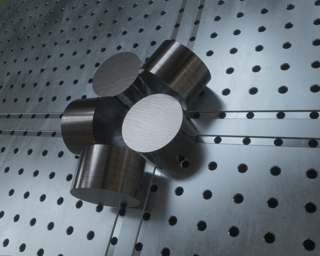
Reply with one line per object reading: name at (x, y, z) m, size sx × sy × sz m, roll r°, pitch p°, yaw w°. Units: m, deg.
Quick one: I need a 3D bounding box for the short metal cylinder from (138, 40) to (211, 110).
short metal cylinder at (0.019, -0.068, 0.405) m, size 0.080 × 0.080 × 0.050 m, roll 32°, pitch 79°, yaw 38°

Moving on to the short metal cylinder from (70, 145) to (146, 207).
short metal cylinder at (-0.060, 0.059, 0.367) m, size 0.080 × 0.080 × 0.050 m, roll -6°, pitch 60°, yaw 25°

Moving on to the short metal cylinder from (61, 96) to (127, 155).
short metal cylinder at (-0.086, -0.001, 0.420) m, size 0.050 × 0.080 × 0.080 m, roll -2°, pitch 61°, yaw 27°

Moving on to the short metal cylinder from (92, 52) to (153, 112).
short metal cylinder at (-0.052, -0.065, 0.459) m, size 0.080 × 0.050 × 0.080 m, roll -14°, pitch 56°, yaw 22°

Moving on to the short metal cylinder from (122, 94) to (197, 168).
short metal cylinder at (0.000, 0.004, 0.390) m, size 0.080 × 0.050 × 0.080 m, roll -13°, pitch 57°, yaw 21°
